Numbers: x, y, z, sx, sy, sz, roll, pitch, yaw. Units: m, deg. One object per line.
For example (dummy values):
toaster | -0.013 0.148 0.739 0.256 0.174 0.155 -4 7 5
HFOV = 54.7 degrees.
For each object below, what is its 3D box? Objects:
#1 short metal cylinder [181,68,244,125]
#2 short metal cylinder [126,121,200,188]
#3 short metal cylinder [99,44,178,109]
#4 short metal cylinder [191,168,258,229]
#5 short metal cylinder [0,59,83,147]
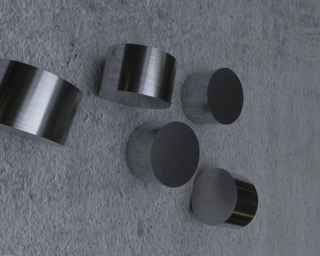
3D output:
short metal cylinder | 0.077 -0.044 0.453 0.081 0.050 0.080 0 90 -40
short metal cylinder | 0.004 0.032 0.392 0.081 0.050 0.080 0 90 -40
short metal cylinder | -0.024 -0.055 0.349 0.081 0.080 0.050 15 81 -39
short metal cylinder | 0.092 0.102 0.446 0.050 0.080 0.080 23 76 -38
short metal cylinder | -0.115 -0.019 0.272 0.080 0.080 0.050 26 74 -37
